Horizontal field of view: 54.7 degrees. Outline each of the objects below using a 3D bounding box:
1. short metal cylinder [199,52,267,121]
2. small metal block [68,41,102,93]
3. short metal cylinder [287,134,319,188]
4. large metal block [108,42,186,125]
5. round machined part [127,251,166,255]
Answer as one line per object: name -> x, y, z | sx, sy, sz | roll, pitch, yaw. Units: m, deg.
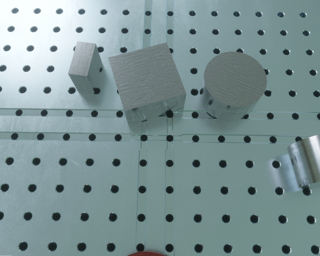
short metal cylinder -> 0.096, -0.055, 0.419 | 0.081, 0.050, 0.080 | 0, 70, 0
small metal block -> -0.102, -0.083, 0.428 | 0.025, 0.050, 0.050 | 8, 70, 3
short metal cylinder -> 0.201, 0.039, 0.370 | 0.081, 0.080, 0.050 | -8, 70, -3
large metal block -> -0.017, -0.059, 0.420 | 0.081, 0.050, 0.080 | -16, 71, -6
round machined part -> -0.015, 0.185, 0.335 | 0.099, 0.042, 0.098 | 0, 70, 0
